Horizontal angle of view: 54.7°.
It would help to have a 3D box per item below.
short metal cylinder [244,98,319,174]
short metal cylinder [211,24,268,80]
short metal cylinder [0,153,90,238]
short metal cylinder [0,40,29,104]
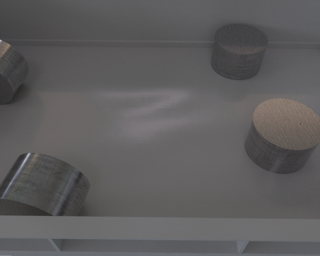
[{"bbox_3d":[0.150,0.009,0.382,0.080,0.050,0.080,0,50,0],"label":"short metal cylinder"},{"bbox_3d":[0.124,-0.121,0.491,0.080,0.050,0.080,0,50,0],"label":"short metal cylinder"},{"bbox_3d":[-0.118,0.069,0.310,0.080,0.080,0.050,10,51,8],"label":"short metal cylinder"},{"bbox_3d":[-0.235,-0.079,0.434,0.080,0.080,0.050,7,51,5],"label":"short metal cylinder"}]
